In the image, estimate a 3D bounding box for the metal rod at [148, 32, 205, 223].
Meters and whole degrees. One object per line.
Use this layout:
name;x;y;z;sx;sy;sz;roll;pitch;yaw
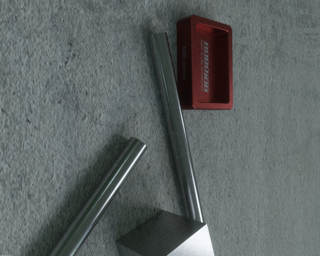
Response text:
metal rod;0.027;0.022;0.429;0.025;0.025;0.298;-20;103;-38

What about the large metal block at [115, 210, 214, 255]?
large metal block;0.006;0.149;0.377;0.081;0.080;0.050;-23;105;-38

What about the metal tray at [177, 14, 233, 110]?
metal tray;0.069;-0.092;0.461;0.091;0.030;0.129;-2;91;-40

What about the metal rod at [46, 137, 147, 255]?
metal rod;-0.102;0.132;0.320;0.025;0.025;0.301;49;61;-29
